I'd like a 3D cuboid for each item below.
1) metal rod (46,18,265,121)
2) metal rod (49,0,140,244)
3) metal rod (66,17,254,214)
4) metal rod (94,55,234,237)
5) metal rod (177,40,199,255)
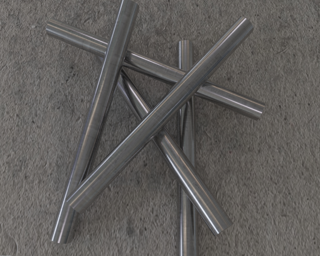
[{"bbox_3d":[-0.010,-0.079,0.407,0.301,0.025,0.025,23,72,6],"label":"metal rod"},{"bbox_3d":[-0.077,-0.013,0.377,0.025,0.025,0.299,15,84,5],"label":"metal rod"},{"bbox_3d":[0.007,-0.022,0.367,0.025,0.025,0.300,41,80,13],"label":"metal rod"},{"bbox_3d":[-0.009,-0.004,0.391,0.025,0.025,0.299,-30,66,-10],"label":"metal rod"},{"bbox_3d":[0.034,0.020,0.400,0.025,0.025,0.299,1,70,0],"label":"metal rod"}]
